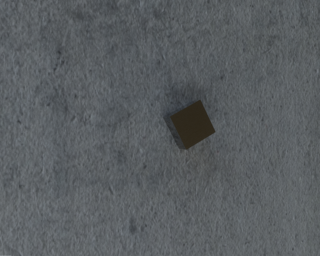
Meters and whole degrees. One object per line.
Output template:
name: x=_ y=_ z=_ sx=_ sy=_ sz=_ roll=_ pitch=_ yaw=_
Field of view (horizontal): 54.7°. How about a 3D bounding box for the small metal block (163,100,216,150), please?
small metal block: x=0.040 y=-0.005 z=0.425 sx=0.050 sy=0.025 sz=0.050 roll=-30 pitch=100 yaw=-18
